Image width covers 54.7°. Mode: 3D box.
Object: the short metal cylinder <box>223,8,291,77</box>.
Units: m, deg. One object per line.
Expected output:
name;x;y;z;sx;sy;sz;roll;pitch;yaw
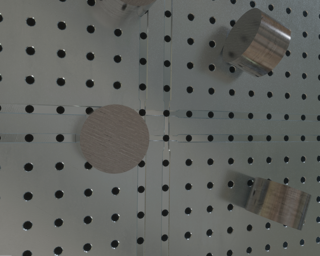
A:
short metal cylinder;0.133;-0.118;0.434;0.050;0.080;0.080;23;83;-19

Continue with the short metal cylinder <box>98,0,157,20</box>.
short metal cylinder;-0.038;-0.183;0.386;0.081;0.050;0.079;0;90;-20

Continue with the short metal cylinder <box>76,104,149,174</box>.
short metal cylinder;-0.059;0.012;0.378;0.081;0.050;0.079;0;90;-20

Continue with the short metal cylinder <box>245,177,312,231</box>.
short metal cylinder;0.170;0.108;0.448;0.080;0.080;0.050;22;83;-19
